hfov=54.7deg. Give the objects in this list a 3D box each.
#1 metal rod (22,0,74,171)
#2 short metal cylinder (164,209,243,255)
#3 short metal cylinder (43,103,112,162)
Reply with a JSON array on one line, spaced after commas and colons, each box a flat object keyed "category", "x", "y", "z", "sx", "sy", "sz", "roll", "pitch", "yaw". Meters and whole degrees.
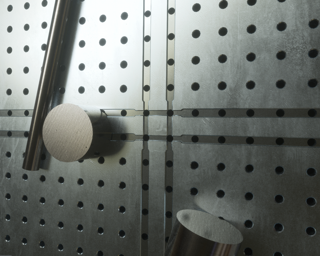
[{"category": "metal rod", "x": -0.168, "y": -0.082, "z": 0.471, "sx": 0.025, "sy": 0.025, "sz": 0.298, "roll": 15, "pitch": 95, "yaw": 19}, {"category": "short metal cylinder", "x": 0.051, "y": 0.138, "z": 0.365, "sx": 0.080, "sy": 0.080, "sz": 0.050, "roll": 19, "pitch": 97, "yaw": 19}, {"category": "short metal cylinder", "x": -0.117, "y": 0.006, "z": 0.441, "sx": 0.080, "sy": 0.050, "sz": 0.080, "roll": 0, "pitch": 90, "yaw": 20}]
